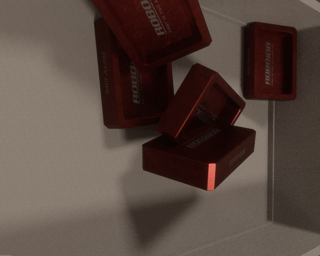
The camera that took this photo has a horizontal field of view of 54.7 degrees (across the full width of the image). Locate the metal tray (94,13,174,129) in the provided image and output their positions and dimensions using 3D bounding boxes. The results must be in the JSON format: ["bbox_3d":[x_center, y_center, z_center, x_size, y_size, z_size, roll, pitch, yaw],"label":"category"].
[{"bbox_3d":[-0.028,-0.068,0.381,0.091,0.030,0.129,-8,96,-40],"label":"metal tray"}]

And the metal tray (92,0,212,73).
[{"bbox_3d":[-0.008,-0.123,0.317,0.130,0.090,0.030,54,19,-49],"label":"metal tray"}]

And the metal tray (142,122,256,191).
[{"bbox_3d":[0.051,0.025,0.377,0.131,0.090,0.030,-25,121,-51],"label":"metal tray"}]

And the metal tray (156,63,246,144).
[{"bbox_3d":[0.058,-0.016,0.397,0.090,0.030,0.130,-59,148,5],"label":"metal tray"}]

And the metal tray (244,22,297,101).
[{"bbox_3d":[0.196,-0.115,0.550,0.091,0.030,0.129,1,90,-19],"label":"metal tray"}]
